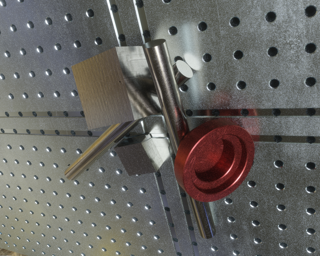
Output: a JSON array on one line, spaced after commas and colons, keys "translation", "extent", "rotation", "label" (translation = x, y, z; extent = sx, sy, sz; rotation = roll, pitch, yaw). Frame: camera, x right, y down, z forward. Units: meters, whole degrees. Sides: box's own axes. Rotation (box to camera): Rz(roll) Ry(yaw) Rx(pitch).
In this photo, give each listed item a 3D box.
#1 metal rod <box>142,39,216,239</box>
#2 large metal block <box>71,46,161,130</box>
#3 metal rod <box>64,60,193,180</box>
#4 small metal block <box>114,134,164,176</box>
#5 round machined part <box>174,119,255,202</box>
[{"translation": [0.033, 0.035, 0.394], "extent": [0.025, 0.025, 0.298], "rotation": [0, 125, 28], "label": "metal rod"}, {"translation": [-0.052, -0.047, 0.372], "extent": [0.080, 0.050, 0.080], "rotation": [-10, 96, 40], "label": "large metal block"}, {"translation": [-0.063, 0.006, 0.446], "extent": [0.025, 0.025, 0.299], "rotation": [47, 129, -5], "label": "metal rod"}, {"translation": [-0.031, 0.040, 0.450], "extent": [0.050, 0.025, 0.050], "rotation": [-13, 112, 33], "label": "small metal block"}, {"translation": [0.060, 0.034, 0.366], "extent": [0.042, 0.099, 0.097], "rotation": [40, 144, 55], "label": "round machined part"}]
